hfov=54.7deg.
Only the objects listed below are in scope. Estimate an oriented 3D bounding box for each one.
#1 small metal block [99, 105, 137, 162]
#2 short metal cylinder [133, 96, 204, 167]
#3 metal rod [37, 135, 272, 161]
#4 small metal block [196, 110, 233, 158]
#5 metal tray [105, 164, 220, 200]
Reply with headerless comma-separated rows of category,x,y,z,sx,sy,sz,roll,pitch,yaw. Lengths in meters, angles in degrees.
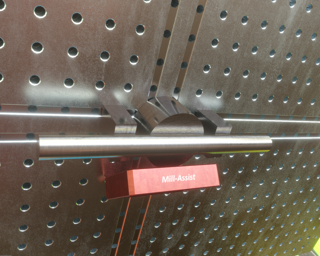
small metal block,-0.052,0.005,0.370,0.025,0.050,0.050,-1,119,-28
short metal cylinder,0.009,0.005,0.403,0.081,0.050,0.079,-14,124,-21
metal rod,0.016,0.020,0.368,0.303,0.025,0.025,1,118,-28
small metal block,0.070,0.008,0.438,0.025,0.050,0.050,-1,119,-28
metal tray,0.002,0.073,0.418,0.131,0.090,0.030,0,75,-29
